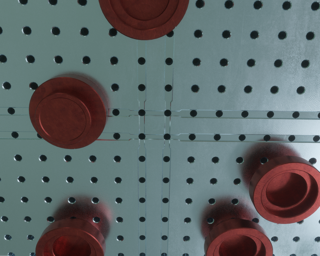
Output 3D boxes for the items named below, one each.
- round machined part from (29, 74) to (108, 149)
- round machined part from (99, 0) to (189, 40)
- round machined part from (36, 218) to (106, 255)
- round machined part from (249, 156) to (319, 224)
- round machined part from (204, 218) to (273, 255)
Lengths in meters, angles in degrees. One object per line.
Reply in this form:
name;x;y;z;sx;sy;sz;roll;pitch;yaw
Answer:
round machined part;-0.118;-0.017;0.396;0.099;0.042;0.097;0;110;-1
round machined part;-0.017;-0.151;0.349;0.099;0.042;0.097;0;110;-1
round machined part;-0.131;0.177;0.468;0.099;0.042;0.097;0;110;-1
round machined part;0.175;0.083;0.437;0.099;0.042;0.097;0;110;-1
round machined part;0.116;0.179;0.472;0.099;0.042;0.097;0;110;-1
